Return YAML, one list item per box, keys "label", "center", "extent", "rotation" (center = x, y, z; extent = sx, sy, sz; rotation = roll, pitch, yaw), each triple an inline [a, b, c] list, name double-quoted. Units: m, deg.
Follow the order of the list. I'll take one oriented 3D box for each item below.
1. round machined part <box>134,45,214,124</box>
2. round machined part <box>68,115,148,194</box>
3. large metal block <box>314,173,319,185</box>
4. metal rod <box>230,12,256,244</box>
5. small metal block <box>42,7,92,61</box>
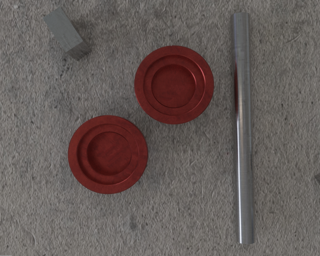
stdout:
- label: "round machined part"
  center: [0.017, -0.053, 0.401]
  extent: [0.099, 0.042, 0.097]
  rotation: [0, 90, 0]
- label: "round machined part"
  center: [-0.064, 0.033, 0.401]
  extent: [0.099, 0.042, 0.097]
  rotation: [0, 90, 0]
- label: "large metal block"
  center: [0.253, 0.088, 0.385]
  extent: [0.050, 0.080, 0.080]
  rotation: [-30, 90, 0]
- label: "metal rod"
  center: [0.110, 0.000, 0.410]
  extent: [0.025, 0.025, 0.298]
  rotation: [-1, 90, 0]
- label: "small metal block"
  center: [-0.117, -0.118, 0.396]
  extent: [0.025, 0.050, 0.050]
  rotation: [-34, 90, 0]
